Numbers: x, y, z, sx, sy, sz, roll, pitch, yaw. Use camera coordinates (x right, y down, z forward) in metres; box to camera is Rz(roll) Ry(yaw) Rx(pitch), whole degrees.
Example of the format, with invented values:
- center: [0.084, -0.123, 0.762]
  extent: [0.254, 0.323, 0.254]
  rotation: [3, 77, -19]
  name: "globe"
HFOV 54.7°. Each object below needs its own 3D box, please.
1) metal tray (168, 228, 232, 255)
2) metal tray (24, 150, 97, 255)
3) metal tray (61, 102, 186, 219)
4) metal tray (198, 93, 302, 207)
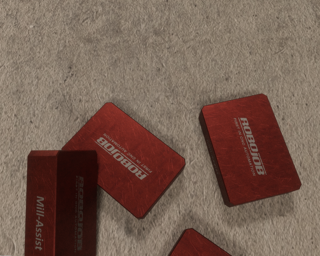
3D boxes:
- center: [0.032, 0.189, 0.337]
  extent: [0.090, 0.030, 0.130]
  rotation: [33, 73, 11]
  name: "metal tray"
- center: [-0.098, 0.088, 0.321]
  extent: [0.030, 0.090, 0.129]
  rotation: [-1, 86, 12]
  name: "metal tray"
- center: [-0.045, 0.039, 0.391]
  extent: [0.130, 0.030, 0.090]
  rotation: [37, 74, 12]
  name: "metal tray"
- center: [0.111, 0.027, 0.397]
  extent: [0.091, 0.030, 0.130]
  rotation: [-12, 71, -5]
  name: "metal tray"
